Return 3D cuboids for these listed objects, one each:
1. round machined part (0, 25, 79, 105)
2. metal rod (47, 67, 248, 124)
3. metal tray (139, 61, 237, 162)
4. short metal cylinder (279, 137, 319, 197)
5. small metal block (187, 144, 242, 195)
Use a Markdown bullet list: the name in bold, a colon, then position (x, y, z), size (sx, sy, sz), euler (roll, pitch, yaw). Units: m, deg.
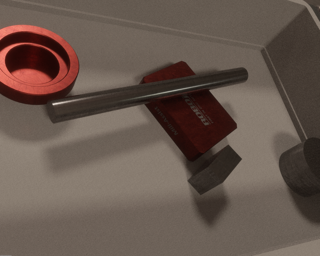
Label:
- **round machined part**: position (-0.147, -0.067, 0.357), size (0.099, 0.042, 0.098), euler (14, 56, -21)
- **metal rod**: position (0.009, -0.050, 0.403), size (0.303, 0.025, 0.025), euler (-16, 70, -34)
- **metal tray**: position (0.039, -0.028, 0.442), size (0.091, 0.030, 0.130), euler (-31, 79, -38)
- **short metal cylinder**: position (0.235, 0.061, 0.482), size (0.081, 0.050, 0.080), euler (14, 56, -21)
- **small metal block**: position (0.070, 0.054, 0.396), size (0.025, 0.050, 0.050), euler (48, 51, 5)
